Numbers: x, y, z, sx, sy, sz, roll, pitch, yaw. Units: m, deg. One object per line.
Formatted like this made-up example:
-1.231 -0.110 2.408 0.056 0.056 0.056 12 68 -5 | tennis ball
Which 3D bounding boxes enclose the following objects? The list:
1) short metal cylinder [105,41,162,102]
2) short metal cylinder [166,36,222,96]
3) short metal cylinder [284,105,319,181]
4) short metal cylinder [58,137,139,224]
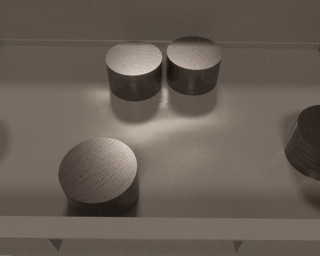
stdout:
-0.037 -0.085 0.460 0.081 0.050 0.080 0 50 0 | short metal cylinder
0.050 -0.095 0.469 0.081 0.050 0.080 0 50 0 | short metal cylinder
0.200 0.018 0.377 0.081 0.050 0.080 0 50 0 | short metal cylinder
-0.064 0.057 0.340 0.081 0.050 0.080 0 50 0 | short metal cylinder
